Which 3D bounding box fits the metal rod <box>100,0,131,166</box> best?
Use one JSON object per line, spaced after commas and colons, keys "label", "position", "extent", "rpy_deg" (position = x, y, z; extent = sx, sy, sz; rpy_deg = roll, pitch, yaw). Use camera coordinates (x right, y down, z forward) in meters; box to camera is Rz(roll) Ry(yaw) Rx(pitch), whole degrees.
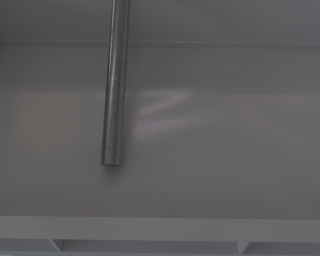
{"label": "metal rod", "position": [-0.055, -0.100, 0.407], "extent": [0.025, 0.025, 0.299], "rpy_deg": [1, 76, 1]}
